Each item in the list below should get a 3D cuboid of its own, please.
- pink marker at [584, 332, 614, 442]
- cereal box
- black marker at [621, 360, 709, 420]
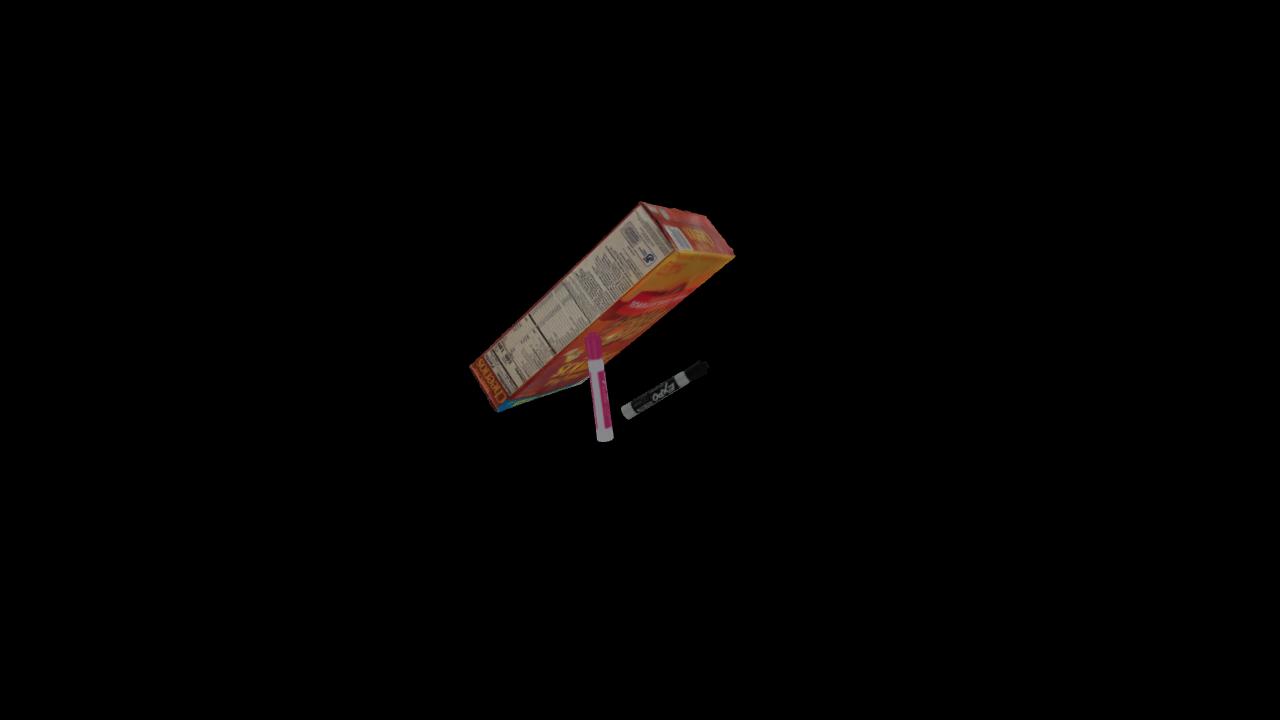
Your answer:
[{"bbox_3d":[-0.045,0.029,0.666,0.020,0.121,0.020,-6,13,1],"label":"pink marker"},{"bbox_3d":[-0.043,-0.061,0.768,0.306,0.081,0.203,-40,-10,25],"label":"cereal box"},{"bbox_3d":[0.031,0.035,0.743,0.121,0.020,0.020,-32,-10,16],"label":"black marker"}]
